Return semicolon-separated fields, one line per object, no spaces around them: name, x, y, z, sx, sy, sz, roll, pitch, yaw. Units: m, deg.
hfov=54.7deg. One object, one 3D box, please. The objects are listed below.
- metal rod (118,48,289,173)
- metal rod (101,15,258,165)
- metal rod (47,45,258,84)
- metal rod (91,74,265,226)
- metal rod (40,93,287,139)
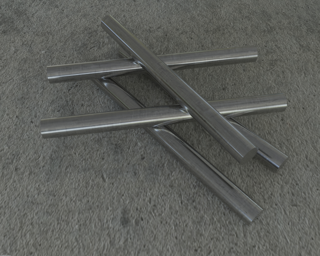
metal rod;0.044;-0.041;0.439;0.025;0.025;0.300;-35;59;-26
metal rod;0.006;-0.066;0.396;0.025;0.025;0.300;-28;56;-22
metal rod;-0.006;-0.093;0.451;0.302;0.025;0.025;-7;51;-7
metal rod;0.003;0.007;0.398;0.025;0.025;0.300;-34;58;-25
metal rod;0.010;-0.016;0.387;0.302;0.025;0.025;-7;51;-6
